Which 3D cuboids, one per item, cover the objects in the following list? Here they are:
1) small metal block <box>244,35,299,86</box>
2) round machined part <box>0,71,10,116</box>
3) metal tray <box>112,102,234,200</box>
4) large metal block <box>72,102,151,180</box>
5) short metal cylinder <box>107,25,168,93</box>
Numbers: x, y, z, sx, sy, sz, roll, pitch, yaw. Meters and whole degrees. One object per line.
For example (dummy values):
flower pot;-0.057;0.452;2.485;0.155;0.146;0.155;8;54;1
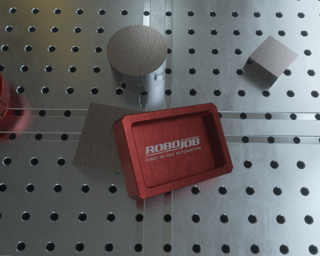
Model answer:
small metal block;0.161;-0.098;0.450;0.050;0.025;0.050;41;75;13
round machined part;-0.250;-0.040;0.414;0.099;0.042;0.098;0;70;-1
metal tray;0.018;0.023;0.363;0.131;0.030;0.090;-10;82;-30
large metal block;-0.054;0.020;0.390;0.080;0.050;0.080;10;70;3
short metal cylinder;-0.030;-0.096;0.433;0.081;0.050;0.080;0;70;0
